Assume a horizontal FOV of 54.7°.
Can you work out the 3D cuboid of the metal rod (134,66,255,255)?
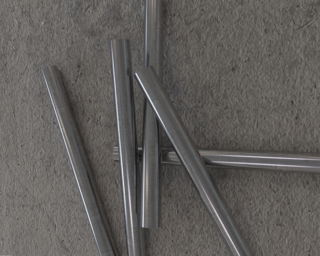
[{"bbox_3d":[0.051,0.064,0.367,0.025,0.025,0.299,-28,90,18],"label":"metal rod"}]

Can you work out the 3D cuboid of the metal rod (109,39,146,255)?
[{"bbox_3d":[-0.039,0.042,0.395,0.025,0.025,0.298,0,100,20],"label":"metal rod"}]

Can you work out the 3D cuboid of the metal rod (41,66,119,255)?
[{"bbox_3d":[-0.117,0.051,0.450,0.025,0.025,0.299,-22,83,19],"label":"metal rod"}]

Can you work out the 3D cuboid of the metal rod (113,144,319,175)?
[{"bbox_3d":[0.083,0.038,0.379,0.301,0.025,0.025,1,91,19],"label":"metal rod"}]

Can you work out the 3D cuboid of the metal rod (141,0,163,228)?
[{"bbox_3d":[-0.009,-0.030,0.393,0.025,0.025,0.298,-2,82,20],"label":"metal rod"}]
